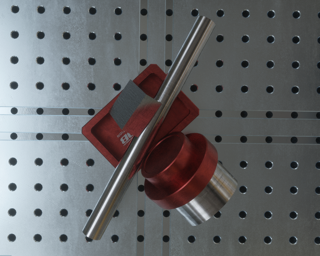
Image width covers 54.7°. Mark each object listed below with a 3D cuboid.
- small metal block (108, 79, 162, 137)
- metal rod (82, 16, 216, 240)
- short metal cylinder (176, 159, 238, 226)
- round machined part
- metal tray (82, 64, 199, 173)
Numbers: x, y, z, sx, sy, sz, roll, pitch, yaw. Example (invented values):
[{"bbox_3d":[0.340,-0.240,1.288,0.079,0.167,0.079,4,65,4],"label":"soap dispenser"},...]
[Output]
[{"bbox_3d":[-0.032,-0.025,0.378,0.025,0.050,0.050,28,102,-38],"label":"small metal block"},{"bbox_3d":[-0.013,0.000,0.383,0.025,0.025,0.299,28,90,-1],"label":"metal rod"},{"bbox_3d":[0.049,0.074,0.385,0.080,0.080,0.050,-43,91,0],"label":"short metal cylinder"},{"bbox_3d":[0.016,0.043,0.367,0.098,0.098,0.042,-46,112,0],"label":"round machined part"},{"bbox_3d":[-0.025,-0.009,0.410,0.130,0.030,0.090,-43,91,0],"label":"metal tray"}]
